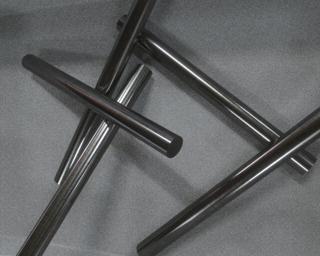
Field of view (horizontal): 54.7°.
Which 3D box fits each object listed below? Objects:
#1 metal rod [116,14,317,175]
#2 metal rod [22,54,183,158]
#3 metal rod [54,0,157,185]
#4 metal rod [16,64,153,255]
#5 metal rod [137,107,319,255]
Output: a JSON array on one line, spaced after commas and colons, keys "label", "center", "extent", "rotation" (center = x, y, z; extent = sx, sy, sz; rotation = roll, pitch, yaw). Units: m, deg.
[{"label": "metal rod", "center": [0.059, -0.051, 0.389], "extent": [0.300, 0.025, 0.025], "rotation": [41, 103, 15]}, {"label": "metal rod", "center": [-0.094, -0.041, 0.398], "extent": [0.300, 0.025, 0.025], "rotation": [29, 100, 34]}, {"label": "metal rod", "center": [-0.077, -0.048, 0.419], "extent": [0.025, 0.025, 0.298], "rotation": [33, 107, 16]}, {"label": "metal rod", "center": [-0.093, 0.047, 0.381], "extent": [0.025, 0.025, 0.300], "rotation": [25, 74, 18]}, {"label": "metal rod", "center": [0.080, 0.072, 0.363], "extent": [0.299, 0.025, 0.025], "rotation": [-43, 77, 21]}]
